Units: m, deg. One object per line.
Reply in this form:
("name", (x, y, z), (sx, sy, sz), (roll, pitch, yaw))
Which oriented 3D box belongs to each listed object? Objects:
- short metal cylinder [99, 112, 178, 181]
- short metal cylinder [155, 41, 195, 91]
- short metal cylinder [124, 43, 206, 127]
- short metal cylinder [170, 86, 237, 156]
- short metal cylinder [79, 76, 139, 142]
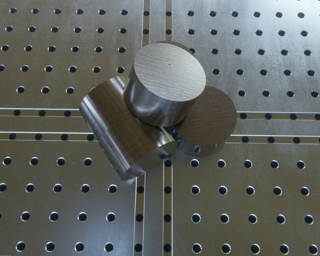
("short metal cylinder", (-0.026, 0.020, 0.375), (0.080, 0.080, 0.050), (-32, 74, -11))
("short metal cylinder", (0.009, -0.071, 0.423), (0.081, 0.050, 0.080), (0, 70, 0))
("short metal cylinder", (0.004, -0.048, 0.348), (0.081, 0.050, 0.080), (10, 56, -15))
("short metal cylinder", (0.054, -0.008, 0.401), (0.081, 0.050, 0.080), (0, 70, 0))
("short metal cylinder", (-0.053, -0.020, 0.389), (0.080, 0.080, 0.050), (-32, 74, -11))
